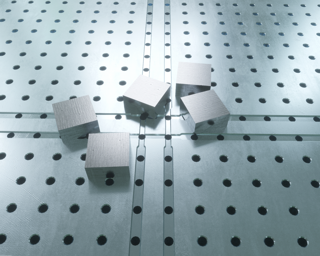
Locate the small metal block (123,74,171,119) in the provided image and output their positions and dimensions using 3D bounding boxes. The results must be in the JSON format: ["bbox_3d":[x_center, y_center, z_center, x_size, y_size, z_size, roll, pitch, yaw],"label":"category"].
[{"bbox_3d":[-0.018,-0.046,0.446,0.050,0.025,0.050,21,53,16],"label":"small metal block"}]

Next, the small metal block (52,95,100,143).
[{"bbox_3d":[-0.113,-0.013,0.418,0.050,0.025,0.050,-16,52,-14],"label":"small metal block"}]

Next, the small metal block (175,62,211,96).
[{"bbox_3d":[0.051,-0.073,0.470,0.050,0.025,0.050,5,50,4],"label":"small metal block"}]

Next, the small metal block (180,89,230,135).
[{"bbox_3d":[0.061,-0.023,0.427,0.050,0.025,0.050,-16,52,-13],"label":"small metal block"}]

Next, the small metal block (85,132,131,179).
[{"bbox_3d":[-0.062,0.033,0.379,0.050,0.025,0.050,-2,50,-2],"label":"small metal block"}]
